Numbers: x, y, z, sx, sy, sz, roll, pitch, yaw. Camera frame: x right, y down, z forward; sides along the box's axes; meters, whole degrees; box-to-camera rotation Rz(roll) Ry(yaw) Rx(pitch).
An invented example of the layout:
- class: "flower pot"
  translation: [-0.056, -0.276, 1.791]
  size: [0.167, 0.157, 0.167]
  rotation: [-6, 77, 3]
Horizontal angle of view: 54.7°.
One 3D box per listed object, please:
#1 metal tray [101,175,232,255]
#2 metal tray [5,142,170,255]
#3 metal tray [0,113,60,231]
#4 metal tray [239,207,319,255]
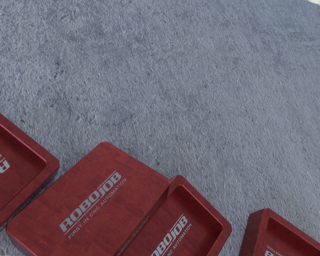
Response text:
- class: "metal tray"
  translation: [0.010, 0.124, 0.330]
  size: [0.090, 0.030, 0.131]
  rotation: [45, 51, 3]
- class: "metal tray"
  translation: [-0.062, 0.079, 0.298]
  size: [0.090, 0.030, 0.131]
  rotation: [29, 48, 19]
- class: "metal tray"
  translation: [-0.169, 0.053, 0.277]
  size: [0.090, 0.030, 0.131]
  rotation: [40, 51, -1]
- class: "metal tray"
  translation: [0.162, 0.172, 0.382]
  size: [0.130, 0.030, 0.090]
  rotation: [35, 51, -5]
